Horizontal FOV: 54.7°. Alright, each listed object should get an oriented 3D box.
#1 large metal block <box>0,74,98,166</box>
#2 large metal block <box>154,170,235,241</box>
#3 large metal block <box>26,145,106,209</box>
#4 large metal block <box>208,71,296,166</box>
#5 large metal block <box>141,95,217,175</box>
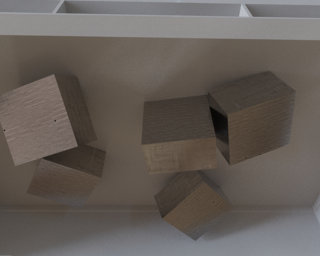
[{"bbox_3d":[-0.130,-0.010,0.358,0.080,0.050,0.080,-17,92,13],"label":"large metal block"},{"bbox_3d":[0.052,0.114,0.475,0.080,0.050,0.080,-43,120,8],"label":"large metal block"},{"bbox_3d":[-0.133,0.063,0.445,0.080,0.050,0.080,22,127,-19],"label":"large metal block"},{"bbox_3d":[0.108,-0.011,0.371,0.081,0.050,0.080,-19,130,-7],"label":"large metal block"},{"bbox_3d":[0.023,0.007,0.379,0.080,0.080,0.050,-6,130,5],"label":"large metal block"}]
